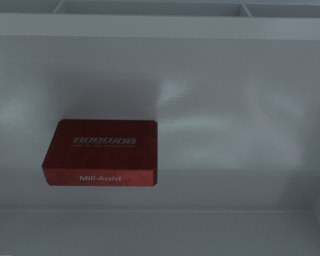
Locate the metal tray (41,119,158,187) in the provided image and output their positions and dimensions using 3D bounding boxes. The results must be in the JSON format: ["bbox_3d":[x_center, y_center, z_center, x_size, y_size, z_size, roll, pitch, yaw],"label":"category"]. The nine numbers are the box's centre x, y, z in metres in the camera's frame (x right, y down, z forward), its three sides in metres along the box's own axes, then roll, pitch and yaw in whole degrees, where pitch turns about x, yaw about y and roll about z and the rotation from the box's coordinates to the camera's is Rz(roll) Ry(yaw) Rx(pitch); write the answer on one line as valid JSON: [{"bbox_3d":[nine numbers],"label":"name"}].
[{"bbox_3d":[-0.069,0.029,0.389,0.131,0.090,0.030,1,130,-1],"label":"metal tray"}]
